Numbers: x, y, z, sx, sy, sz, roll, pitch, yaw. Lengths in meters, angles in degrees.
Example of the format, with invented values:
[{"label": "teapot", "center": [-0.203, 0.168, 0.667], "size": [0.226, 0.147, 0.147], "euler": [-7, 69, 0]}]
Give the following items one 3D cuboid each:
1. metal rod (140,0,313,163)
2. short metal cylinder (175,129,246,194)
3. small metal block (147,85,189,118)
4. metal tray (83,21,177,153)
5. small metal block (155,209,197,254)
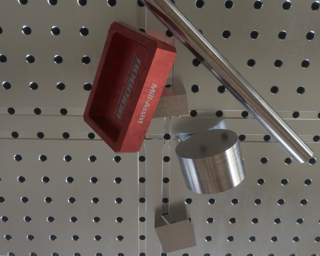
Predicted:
[{"label": "metal rod", "center": [0.093, -0.059, 0.393], "size": [0.300, 0.025, 0.025], "euler": [42, 105, -14]}, {"label": "short metal cylinder", "center": [0.065, 0.041, 0.400], "size": [0.080, 0.080, 0.050], "euler": [-16, 110, 5]}, {"label": "small metal block", "center": [0.008, -0.034, 0.388], "size": [0.050, 0.050, 0.025], "euler": [-7, 110, 2]}, {"label": "metal tray", "center": [-0.041, -0.047, 0.361], "size": [0.030, 0.090, 0.129], "euler": [3, 116, -44]}, {"label": "small metal block", "center": [0.023, 0.158, 0.472], "size": [0.050, 0.025, 0.050], "euler": [-16, 110, 5]}]
